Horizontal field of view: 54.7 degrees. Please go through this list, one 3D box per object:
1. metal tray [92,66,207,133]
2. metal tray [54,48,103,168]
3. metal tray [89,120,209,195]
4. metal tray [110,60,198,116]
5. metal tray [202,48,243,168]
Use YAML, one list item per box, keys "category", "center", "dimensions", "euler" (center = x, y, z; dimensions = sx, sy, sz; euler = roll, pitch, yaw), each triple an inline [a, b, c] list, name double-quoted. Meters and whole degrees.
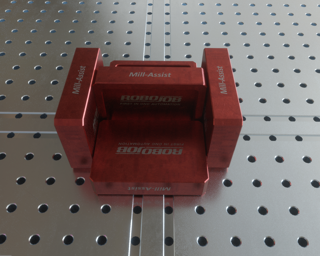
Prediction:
- category: "metal tray"
  center: [-0.012, -0.033, 0.391]
  dimensions: [0.131, 0.089, 0.030]
  euler: [1, 50, 0]
- category: "metal tray"
  center: [-0.092, -0.027, 0.386]
  dimensions: [0.030, 0.089, 0.130]
  euler: [1, 50, 0]
- category: "metal tray"
  center: [-0.012, 0.033, 0.374]
  dimensions: [0.131, 0.030, 0.090]
  euler: [1, 50, 0]
- category: "metal tray"
  center: [-0.010, -0.059, 0.454]
  dimensions: [0.131, 0.030, 0.090]
  euler: [1, 50, 0]
- category: "metal tray"
  center: [0.070, -0.027, 0.388]
  dimensions: [0.030, 0.089, 0.130]
  euler: [1, 50, 0]
